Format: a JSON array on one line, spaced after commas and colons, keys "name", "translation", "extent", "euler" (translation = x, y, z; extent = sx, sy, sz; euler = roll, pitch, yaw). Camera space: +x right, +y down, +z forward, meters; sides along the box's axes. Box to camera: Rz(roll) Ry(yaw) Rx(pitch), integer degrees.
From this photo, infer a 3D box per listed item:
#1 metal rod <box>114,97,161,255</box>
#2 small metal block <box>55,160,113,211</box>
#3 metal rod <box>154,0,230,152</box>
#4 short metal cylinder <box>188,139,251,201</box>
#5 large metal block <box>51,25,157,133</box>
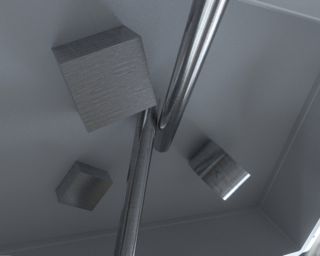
[{"name": "metal rod", "translation": [-0.035, 0.109, 0.371], "extent": [0.025, 0.025, 0.298], "euler": [13, 84, -34]}, {"name": "small metal block", "translation": [-0.099, 0.076, 0.403], "extent": [0.050, 0.025, 0.050], "euler": [29, 102, -38]}, {"name": "metal rod", "translation": [0.024, -0.049, 0.300], "extent": [0.025, 0.025, 0.298], "euler": [-18, 156, -18]}, {"name": "short metal cylinder", "translation": [0.088, 0.062, 0.462], "extent": [0.050, 0.080, 0.080], "euler": [-46, 130, 4]}, {"name": "large metal block", "translation": [-0.057, -0.053, 0.329], "extent": [0.081, 0.050, 0.080], "euler": [-24, 127, -14]}]
